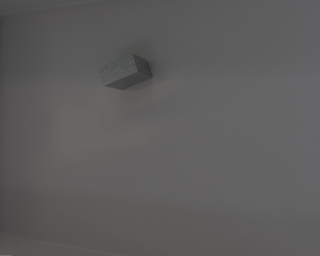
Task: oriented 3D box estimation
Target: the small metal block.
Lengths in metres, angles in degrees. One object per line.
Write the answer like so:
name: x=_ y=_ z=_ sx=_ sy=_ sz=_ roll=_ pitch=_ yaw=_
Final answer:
small metal block: x=-0.045 y=-0.074 z=0.413 sx=0.050 sy=0.050 sz=0.025 roll=-19 pitch=84 yaw=19
